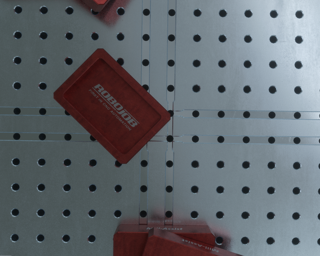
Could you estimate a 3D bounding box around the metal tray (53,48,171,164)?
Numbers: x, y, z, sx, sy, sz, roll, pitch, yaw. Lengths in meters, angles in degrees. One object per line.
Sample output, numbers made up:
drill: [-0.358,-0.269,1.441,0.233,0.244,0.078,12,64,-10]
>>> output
metal tray: [-0.061,-0.028,0.410,0.130,0.030,0.090,44,90,0]

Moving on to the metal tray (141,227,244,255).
metal tray: [0.036,0.187,0.381,0.131,0.030,0.090,18,90,0]

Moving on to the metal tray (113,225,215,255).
metal tray: [0.005,0.178,0.411,0.131,0.030,0.090,1,90,0]

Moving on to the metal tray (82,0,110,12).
metal tray: [-0.099,-0.223,0.383,0.130,0.030,0.090,39,80,-18]
